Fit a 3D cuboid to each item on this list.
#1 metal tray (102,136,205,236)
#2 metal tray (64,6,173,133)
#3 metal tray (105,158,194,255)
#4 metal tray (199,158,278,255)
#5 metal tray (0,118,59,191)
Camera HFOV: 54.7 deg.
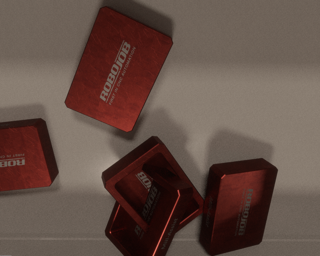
[{"bbox_3d":[-0.004,0.086,0.418,0.090,0.030,0.130,-37,115,-4],"label":"metal tray"},{"bbox_3d":[-0.051,-0.070,0.382,0.090,0.030,0.129,23,108,-9],"label":"metal tray"},{"bbox_3d":[-0.019,0.114,0.416,0.030,0.090,0.129,3,113,-50],"label":"metal tray"},{"bbox_3d":[0.109,0.110,0.435,0.091,0.030,0.129,-4,112,-22],"label":"metal tray"},{"bbox_3d":[-0.215,0.039,0.420,0.131,0.030,0.089,-6,110,2],"label":"metal tray"}]
